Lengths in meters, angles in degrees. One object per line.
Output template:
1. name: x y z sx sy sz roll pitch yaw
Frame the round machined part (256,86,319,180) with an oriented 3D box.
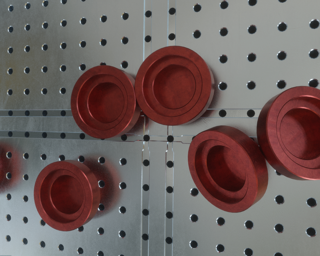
1. round machined part: 0.149 0.008 0.335 0.099 0.042 0.098 2 78 -11

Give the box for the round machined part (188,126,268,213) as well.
1. round machined part: 0.082 0.044 0.359 0.098 0.042 0.097 25 124 44

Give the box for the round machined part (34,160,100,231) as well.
1. round machined part: -0.129 0.095 0.450 0.098 0.042 0.097 0 90 20

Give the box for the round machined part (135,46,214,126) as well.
1. round machined part: 0.021 -0.052 0.396 0.098 0.042 0.097 0 90 20

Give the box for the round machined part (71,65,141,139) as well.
1. round machined part: -0.070 -0.035 0.429 0.098 0.042 0.097 0 90 20
